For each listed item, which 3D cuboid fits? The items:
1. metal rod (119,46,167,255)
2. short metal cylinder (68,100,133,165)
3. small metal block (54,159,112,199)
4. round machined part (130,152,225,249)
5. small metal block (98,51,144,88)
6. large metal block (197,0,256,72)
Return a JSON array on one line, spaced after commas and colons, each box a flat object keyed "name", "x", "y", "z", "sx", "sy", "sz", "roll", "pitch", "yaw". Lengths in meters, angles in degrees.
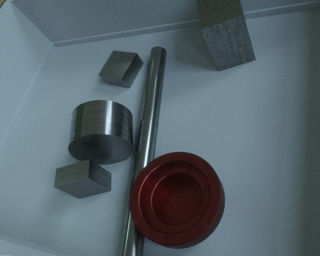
[{"name": "metal rod", "x": -0.017, "y": 0.014, "z": 0.404, "sx": 0.025, "sy": 0.025, "sz": 0.299, "roll": -7, "pitch": 58, "yaw": 24}, {"name": "short metal cylinder", "x": -0.075, "y": 0.008, "z": 0.404, "sx": 0.080, "sy": 0.080, "sz": 0.050, "roll": -17, "pitch": 55, "yaw": 18}, {"name": "small metal block", "x": -0.098, "y": 0.067, "z": 0.398, "sx": 0.050, "sy": 0.050, "sz": 0.025, "roll": -17, "pitch": 55, "yaw": 18}, {"name": "round machined part", "x": 0.021, "y": 0.078, "z": 0.332, "sx": 0.098, "sy": 0.042, "sz": 0.098, "roll": -11, "pitch": 57, "yaw": 18}, {"name": "small metal block", "x": -0.062, "y": -0.094, "z": 0.494, "sx": 0.050, "sy": 0.025, "sz": 0.050, "roll": 15, "pitch": 69, "yaw": 33}, {"name": "large metal block", "x": 0.086, "y": -0.136, "z": 0.408, "sx": 0.050, "sy": 0.080, "sz": 0.080, "roll": -15, "pitch": 56, "yaw": 20}]
